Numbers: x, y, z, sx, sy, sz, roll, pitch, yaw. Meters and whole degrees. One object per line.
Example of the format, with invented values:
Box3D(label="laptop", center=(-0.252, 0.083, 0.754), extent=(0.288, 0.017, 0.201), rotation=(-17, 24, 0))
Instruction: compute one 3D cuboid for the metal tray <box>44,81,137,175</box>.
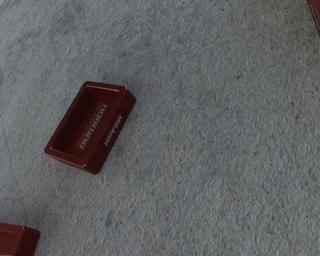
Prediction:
Box3D(label="metal tray", center=(-0.102, -0.005, 0.457), extent=(0.090, 0.030, 0.130), rotation=(13, 68, 33))

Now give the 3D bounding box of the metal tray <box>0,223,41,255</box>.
Box3D(label="metal tray", center=(-0.231, 0.174, 0.415), extent=(0.130, 0.030, 0.090), rotation=(-2, 60, 27))

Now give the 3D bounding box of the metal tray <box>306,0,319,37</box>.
Box3D(label="metal tray", center=(0.233, -0.150, 0.369), extent=(0.090, 0.030, 0.130), rotation=(-13, 56, 21))
